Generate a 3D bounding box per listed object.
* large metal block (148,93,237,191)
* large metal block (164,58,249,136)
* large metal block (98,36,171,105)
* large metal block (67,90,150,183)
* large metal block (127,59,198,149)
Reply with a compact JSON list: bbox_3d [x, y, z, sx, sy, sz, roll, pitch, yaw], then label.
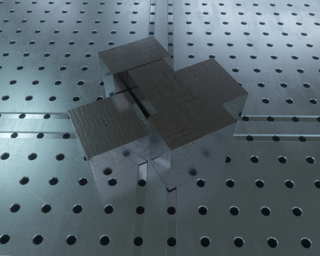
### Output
[{"bbox_3d":[0.034,0.016,0.358,0.081,0.080,0.050,-22,54,-19],"label":"large metal block"},{"bbox_3d":[0.059,-0.042,0.427,0.081,0.050,0.080,-23,56,-18],"label":"large metal block"},{"bbox_3d":[-0.033,-0.070,0.430,0.081,0.080,0.050,-22,53,-18],"label":"large metal block"},{"bbox_3d":[-0.059,0.008,0.386,0.081,0.050,0.080,-21,53,-17],"label":"large metal block"},{"bbox_3d":[0.001,-0.027,0.395,0.050,0.080,0.080,-23,54,-18],"label":"large metal block"}]
